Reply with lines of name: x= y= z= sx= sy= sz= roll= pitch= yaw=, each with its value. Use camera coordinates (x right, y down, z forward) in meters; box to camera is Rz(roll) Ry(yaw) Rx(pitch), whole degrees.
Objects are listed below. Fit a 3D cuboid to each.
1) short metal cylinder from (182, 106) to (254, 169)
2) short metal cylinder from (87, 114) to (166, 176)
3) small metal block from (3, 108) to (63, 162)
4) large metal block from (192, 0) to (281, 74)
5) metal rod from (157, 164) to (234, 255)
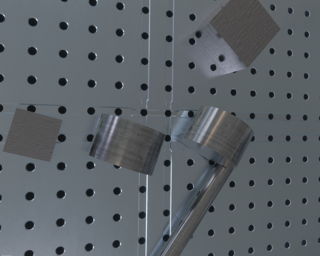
short metal cylinder: x=0.076 y=0.013 z=0.412 sx=0.080 sy=0.080 sz=0.050 roll=33 pitch=80 yaw=-17
short metal cylinder: x=-0.039 y=0.020 z=0.369 sx=0.080 sy=0.080 sz=0.050 roll=21 pitch=83 yaw=-19
small metal block: x=-0.146 y=0.008 z=0.359 sx=0.050 sy=0.025 sz=0.050 roll=17 pitch=84 yaw=-19
large metal block: x=0.108 y=-0.137 z=0.439 sx=0.080 sy=0.050 sz=0.080 roll=45 pitch=76 yaw=-15
metal rod: x=0.031 y=0.144 z=0.424 sx=0.025 sy=0.025 sz=0.300 roll=39 pitch=78 yaw=-16
